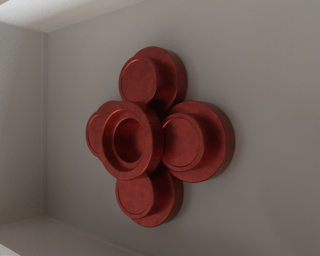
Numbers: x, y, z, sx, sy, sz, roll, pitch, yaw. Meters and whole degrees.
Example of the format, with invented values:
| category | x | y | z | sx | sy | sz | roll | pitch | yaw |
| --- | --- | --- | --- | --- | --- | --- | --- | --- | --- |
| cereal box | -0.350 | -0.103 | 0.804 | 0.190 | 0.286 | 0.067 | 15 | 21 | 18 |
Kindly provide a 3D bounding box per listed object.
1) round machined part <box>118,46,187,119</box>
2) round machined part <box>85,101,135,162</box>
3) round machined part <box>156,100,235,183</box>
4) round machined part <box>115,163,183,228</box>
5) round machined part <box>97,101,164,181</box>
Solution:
| category | x | y | z | sx | sy | sz | roll | pitch | yaw |
| --- | --- | --- | --- | --- | --- | --- | --- | --- | --- |
| round machined part | -0.016 | -0.058 | 0.405 | 0.098 | 0.042 | 0.097 | 0 | 90 | 40 |
| round machined part | -0.071 | 0.009 | 0.452 | 0.098 | 0.042 | 0.097 | 0 | 90 | 40 |
| round machined part | 0.034 | 0.016 | 0.365 | 0.098 | 0.042 | 0.097 | 0 | 90 | 40 |
| round machined part | -0.021 | 0.082 | 0.411 | 0.098 | 0.042 | 0.097 | -2 | 87 | 39 |
| round machined part | -0.032 | 0.015 | 0.392 | 0.098 | 0.042 | 0.097 | 0 | 90 | 40 |
